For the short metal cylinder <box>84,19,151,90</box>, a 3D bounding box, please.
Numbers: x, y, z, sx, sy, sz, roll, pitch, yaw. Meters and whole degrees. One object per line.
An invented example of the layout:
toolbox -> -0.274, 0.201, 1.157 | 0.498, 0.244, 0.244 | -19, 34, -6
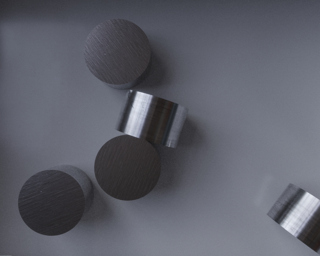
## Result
short metal cylinder -> -0.051, -0.092, 0.398 | 0.081, 0.050, 0.080 | 0, 90, 0

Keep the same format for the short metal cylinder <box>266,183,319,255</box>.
short metal cylinder -> 0.182, 0.113, 0.385 | 0.080, 0.080, 0.050 | 37, 90, 0

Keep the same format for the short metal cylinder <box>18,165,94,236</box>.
short metal cylinder -> -0.131, 0.090, 0.398 | 0.081, 0.050, 0.080 | 0, 90, 0

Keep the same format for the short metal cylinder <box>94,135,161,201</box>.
short metal cylinder -> -0.039, 0.048, 0.398 | 0.081, 0.050, 0.080 | 0, 90, 0

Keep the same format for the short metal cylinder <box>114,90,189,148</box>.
short metal cylinder -> -0.010, -0.011, 0.384 | 0.080, 0.080, 0.050 | 17, 90, 0
